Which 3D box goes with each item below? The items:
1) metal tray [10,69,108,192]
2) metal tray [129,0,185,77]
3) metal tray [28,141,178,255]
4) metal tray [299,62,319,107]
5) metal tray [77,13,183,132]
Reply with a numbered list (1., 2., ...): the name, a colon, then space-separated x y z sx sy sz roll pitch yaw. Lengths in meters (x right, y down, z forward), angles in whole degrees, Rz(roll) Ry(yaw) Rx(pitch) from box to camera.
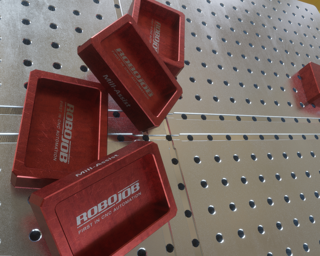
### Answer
1. metal tray: -0.107 0.002 0.346 0.091 0.030 0.130 10 57 -23
2. metal tray: -0.007 -0.147 0.492 0.091 0.030 0.130 17 55 -19
3. metal tray: -0.047 0.077 0.307 0.131 0.030 0.089 -27 106 -37
4. metal tray: 0.362 -0.080 0.653 0.131 0.030 0.090 14 56 -21
5. metal tray: -0.032 -0.071 0.399 0.130 0.030 0.090 53 44 -18
